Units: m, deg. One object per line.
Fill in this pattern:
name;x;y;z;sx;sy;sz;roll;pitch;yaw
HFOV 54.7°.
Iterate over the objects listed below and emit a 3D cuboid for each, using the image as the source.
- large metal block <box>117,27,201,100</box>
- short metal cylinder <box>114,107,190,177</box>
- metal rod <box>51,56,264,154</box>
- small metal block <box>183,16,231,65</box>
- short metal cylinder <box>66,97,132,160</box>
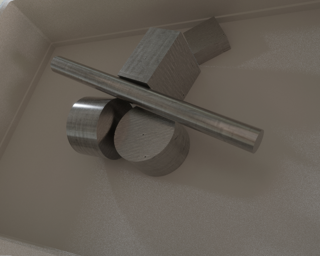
large metal block;0.002;-0.073;0.413;0.050;0.080;0.080;21;73;35
short metal cylinder;-0.009;0.014;0.385;0.080;0.050;0.080;-13;56;21
metal rod;-0.026;-0.039;0.370;0.300;0.025;0.025;23;74;29
small metal block;0.067;-0.126;0.447;0.050;0.025;0.050;-26;53;11
short metal cylinder;-0.075;-0.001;0.409;0.050;0.080;0.080;6;65;31
